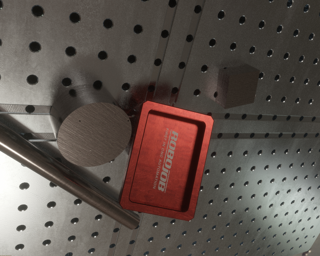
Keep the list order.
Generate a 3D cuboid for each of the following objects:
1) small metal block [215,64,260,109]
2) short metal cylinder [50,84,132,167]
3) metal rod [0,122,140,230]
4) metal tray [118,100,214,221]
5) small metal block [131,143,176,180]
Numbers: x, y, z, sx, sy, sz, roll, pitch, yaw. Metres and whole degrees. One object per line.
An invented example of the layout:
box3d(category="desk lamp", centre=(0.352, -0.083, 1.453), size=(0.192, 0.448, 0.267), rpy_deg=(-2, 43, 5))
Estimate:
box3d(category="small metal block", centre=(0.108, -0.059, 0.437), size=(0.050, 0.025, 0.050), rpy_deg=(-13, 124, -22))
box3d(category="short metal cylinder", centre=(-0.079, -0.003, 0.351), size=(0.081, 0.050, 0.079), rpy_deg=(-14, 125, -21))
box3d(category="metal rod", centre=(-0.120, 0.061, 0.384), size=(0.025, 0.025, 0.300), rpy_deg=(-42, 130, 1))
box3d(category="metal tray", centre=(0.008, 0.039, 0.380), size=(0.091, 0.030, 0.129), rpy_deg=(13, 84, -9))
box3d(category="small metal block", centre=(-0.008, 0.046, 0.421), size=(0.050, 0.050, 0.025), rpy_deg=(-29, 129, -10))
